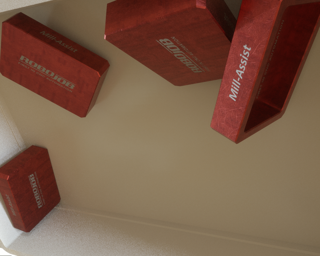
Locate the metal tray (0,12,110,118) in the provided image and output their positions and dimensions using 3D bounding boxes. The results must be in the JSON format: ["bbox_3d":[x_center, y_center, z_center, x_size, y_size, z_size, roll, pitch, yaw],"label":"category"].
[{"bbox_3d":[-0.141,-0.079,0.408,0.130,0.030,0.089,29,134,-5],"label":"metal tray"}]

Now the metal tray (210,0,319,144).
[{"bbox_3d":[0.097,-0.057,0.276,0.030,0.091,0.129,35,133,34],"label":"metal tray"}]

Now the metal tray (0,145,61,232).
[{"bbox_3d":[-0.230,0.108,0.551,0.030,0.090,0.129,11,123,22],"label":"metal tray"}]

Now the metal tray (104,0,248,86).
[{"bbox_3d":[0.024,-0.079,0.286,0.090,0.131,0.030,-6,75,31],"label":"metal tray"}]
